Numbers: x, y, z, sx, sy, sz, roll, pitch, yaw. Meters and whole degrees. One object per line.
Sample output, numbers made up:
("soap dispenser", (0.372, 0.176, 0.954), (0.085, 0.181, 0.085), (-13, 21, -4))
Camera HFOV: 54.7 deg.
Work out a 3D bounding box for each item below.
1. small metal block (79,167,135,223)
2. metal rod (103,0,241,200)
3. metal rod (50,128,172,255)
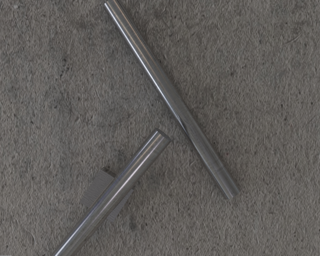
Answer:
("small metal block", (-0.068, 0.087, 0.410), (0.050, 0.025, 0.050), (33, 90, 0))
("metal rod", (0.016, -0.039, 0.410), (0.025, 0.025, 0.299), (-32, 90, 0))
("metal rod", (-0.090, 0.121, 0.386), (0.025, 0.025, 0.299), (39, 99, 0))
